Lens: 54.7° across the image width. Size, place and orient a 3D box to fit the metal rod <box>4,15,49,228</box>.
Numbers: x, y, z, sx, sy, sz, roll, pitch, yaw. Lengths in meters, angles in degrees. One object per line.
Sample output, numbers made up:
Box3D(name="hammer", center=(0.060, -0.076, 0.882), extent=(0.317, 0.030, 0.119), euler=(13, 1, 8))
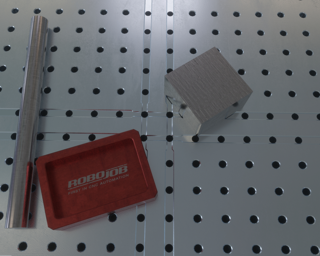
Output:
Box3D(name="metal rod", center=(-0.176, -0.022, 0.418), extent=(0.025, 0.025, 0.299), euler=(-2, 70, -1))

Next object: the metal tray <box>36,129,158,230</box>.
Box3D(name="metal tray", center=(-0.077, 0.063, 0.385), extent=(0.131, 0.030, 0.090), euler=(-17, 71, -6))

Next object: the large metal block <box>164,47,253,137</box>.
Box3D(name="large metal block", center=(0.062, -0.048, 0.417), extent=(0.080, 0.050, 0.080), euler=(-32, 73, -11))
